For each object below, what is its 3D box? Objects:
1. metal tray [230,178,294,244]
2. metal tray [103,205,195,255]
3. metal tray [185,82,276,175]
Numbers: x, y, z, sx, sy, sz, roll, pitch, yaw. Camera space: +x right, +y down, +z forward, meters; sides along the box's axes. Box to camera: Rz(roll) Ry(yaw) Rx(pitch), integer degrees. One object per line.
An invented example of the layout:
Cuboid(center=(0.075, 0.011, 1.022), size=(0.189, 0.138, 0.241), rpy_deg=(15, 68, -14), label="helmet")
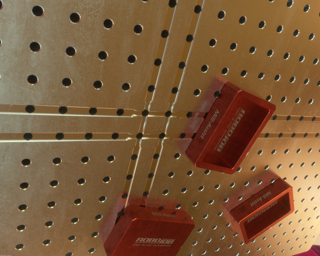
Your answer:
Cuboid(center=(0.211, 0.170, 0.631), size=(0.131, 0.030, 0.090), rpy_deg=(-30, 129, -9), label="metal tray")
Cuboid(center=(-0.015, 0.178, 0.512), size=(0.131, 0.030, 0.089), rpy_deg=(18, 109, -36), label="metal tray")
Cuboid(center=(0.107, 0.005, 0.471), size=(0.091, 0.030, 0.129), rpy_deg=(16, 110, -35), label="metal tray")
